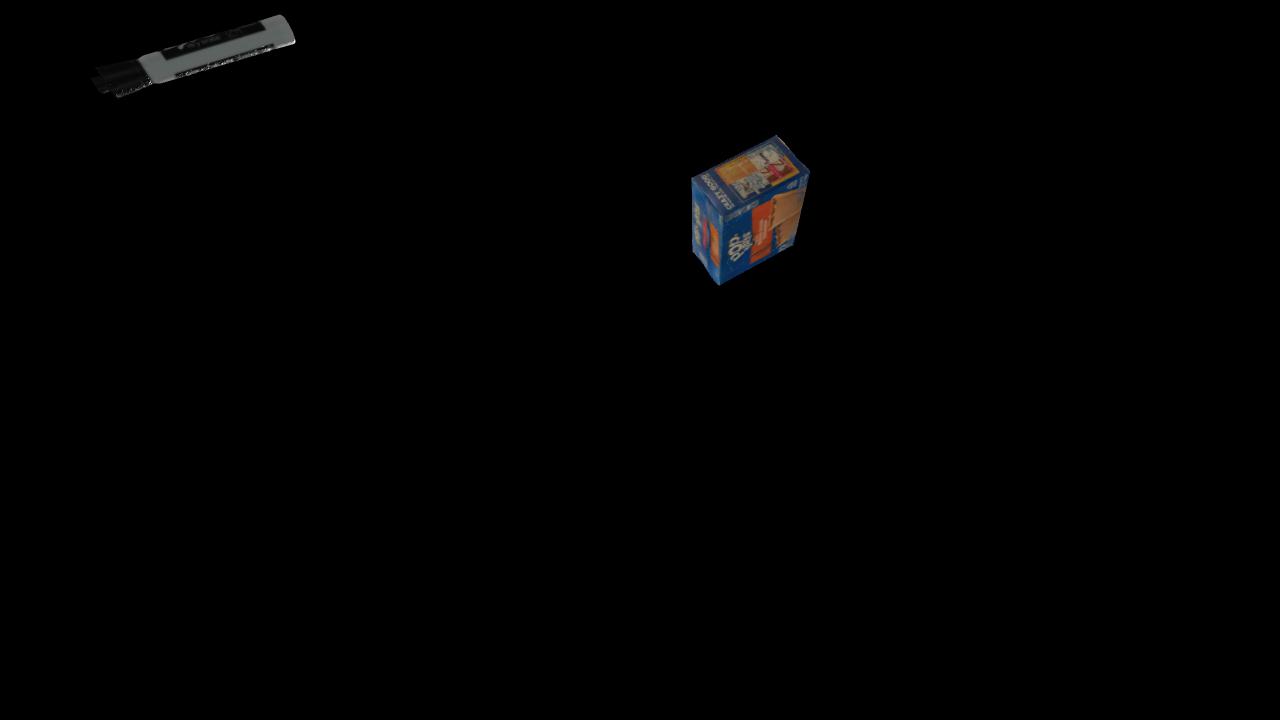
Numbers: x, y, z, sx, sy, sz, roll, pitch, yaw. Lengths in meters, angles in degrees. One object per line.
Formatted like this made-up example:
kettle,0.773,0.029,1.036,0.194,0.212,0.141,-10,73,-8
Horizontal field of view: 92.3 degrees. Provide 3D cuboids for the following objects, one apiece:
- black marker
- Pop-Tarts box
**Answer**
black marker,-0.291,-0.200,0.405,0.121,0.020,0.020,-35,16,-25
Pop-Tarts box,0.154,-0.211,0.891,0.141,0.083,0.167,-28,-26,-9
